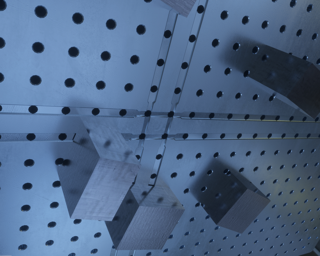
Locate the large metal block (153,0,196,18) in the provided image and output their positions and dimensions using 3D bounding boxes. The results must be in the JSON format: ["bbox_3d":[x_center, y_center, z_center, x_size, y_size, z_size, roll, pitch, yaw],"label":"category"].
[{"bbox_3d":[0.005,-0.166,0.295,0.080,0.050,0.080,20,108,-36],"label":"large metal block"}]

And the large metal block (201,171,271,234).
[{"bbox_3d":[0.134,0.133,0.549,0.080,0.050,0.080,30,102,-38],"label":"large metal block"}]

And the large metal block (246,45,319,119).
[{"bbox_3d":[0.183,-0.064,0.435,0.080,0.080,0.050,24,105,-37],"label":"large metal block"}]

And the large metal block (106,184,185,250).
[{"bbox_3d":[-0.023,0.134,0.465,0.081,0.050,0.080,15,111,-34],"label":"large metal block"}]

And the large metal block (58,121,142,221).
[{"bbox_3d":[-0.075,0.050,0.365,0.050,0.080,0.080,16,110,-35],"label":"large metal block"}]
